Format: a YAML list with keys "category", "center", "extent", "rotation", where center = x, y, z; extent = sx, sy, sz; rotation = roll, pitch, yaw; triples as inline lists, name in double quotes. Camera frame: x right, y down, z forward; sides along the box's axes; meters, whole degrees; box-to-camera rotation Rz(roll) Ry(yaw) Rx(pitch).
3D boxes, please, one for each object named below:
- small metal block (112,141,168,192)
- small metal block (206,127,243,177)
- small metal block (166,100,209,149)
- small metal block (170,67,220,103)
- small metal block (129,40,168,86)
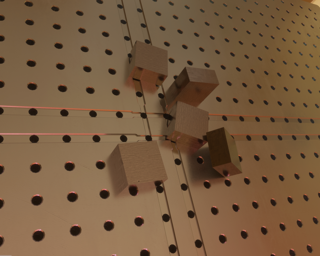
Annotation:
- category: "small metal block"
  center: [-0.024, 0.044, 0.367]
  extent: [0.050, 0.025, 0.050]
  rotation: [-3, 63, -30]
- category: "small metal block"
  center: [0.087, 0.034, 0.418]
  extent: [0.050, 0.025, 0.050]
  rotation: [39, 39, -52]
- category: "small metal block"
  center: [0.039, -0.004, 0.431]
  extent: [0.050, 0.025, 0.050]
  rotation: [19, 54, -17]
- category: "small metal block"
  center: [0.050, -0.062, 0.456]
  extent: [0.050, 0.050, 0.025]
  rotation: [1, 62, -28]
- category: "small metal block"
  center: [-0.017, -0.095, 0.457]
  extent: [0.050, 0.025, 0.050]
  rotation: [13, 56, -21]
